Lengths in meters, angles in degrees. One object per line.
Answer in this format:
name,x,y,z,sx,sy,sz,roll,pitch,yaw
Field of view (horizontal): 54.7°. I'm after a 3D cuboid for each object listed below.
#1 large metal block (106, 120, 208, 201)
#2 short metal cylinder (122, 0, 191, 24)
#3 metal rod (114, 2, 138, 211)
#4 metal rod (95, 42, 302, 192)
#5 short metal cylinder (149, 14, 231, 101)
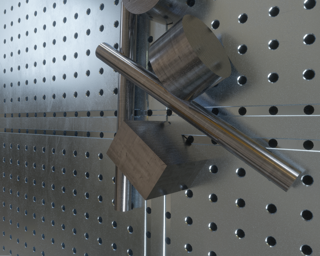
large metal block,-0.003,0.035,0.376,0.080,0.081,0.050,44,116,31
short metal cylinder,-0.005,-0.180,0.397,0.080,0.050,0.079,0,90,40
metal rod,-0.049,-0.030,0.449,0.025,0.025,0.298,3,92,40
metal rod,0.025,-0.028,0.370,0.300,0.025,0.025,37,113,27
short metal cylinder,0.034,-0.077,0.345,0.050,0.081,0.080,-33,70,35
